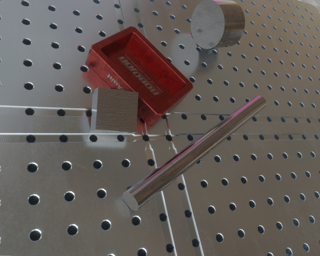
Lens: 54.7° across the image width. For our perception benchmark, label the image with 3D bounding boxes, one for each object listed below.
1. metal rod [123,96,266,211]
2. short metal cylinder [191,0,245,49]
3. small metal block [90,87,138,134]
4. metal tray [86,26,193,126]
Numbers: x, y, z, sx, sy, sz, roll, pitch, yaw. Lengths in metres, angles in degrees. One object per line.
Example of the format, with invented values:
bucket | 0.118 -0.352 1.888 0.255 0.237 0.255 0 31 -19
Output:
metal rod | 0.069 0.019 0.435 0.302 0.025 0.025 -32 80 -38
short metal cylinder | 0.099 -0.180 0.539 0.050 0.080 0.080 -15 70 -34
small metal block | -0.056 -0.020 0.380 0.050 0.025 0.050 5 84 -26
metal tray | -0.027 -0.077 0.438 0.130 0.030 0.090 45 51 3
